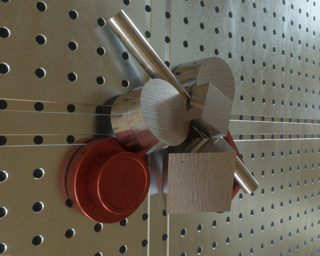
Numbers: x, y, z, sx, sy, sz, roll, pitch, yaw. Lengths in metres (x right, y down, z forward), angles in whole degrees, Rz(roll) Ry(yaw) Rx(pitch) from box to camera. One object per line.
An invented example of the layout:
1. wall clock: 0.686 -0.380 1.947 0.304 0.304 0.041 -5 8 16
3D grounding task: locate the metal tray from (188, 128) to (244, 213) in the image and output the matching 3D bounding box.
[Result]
1. metal tray: 0.080 0.052 0.468 0.090 0.030 0.130 -44 117 -31

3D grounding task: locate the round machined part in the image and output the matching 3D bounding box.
1. round machined part: -0.050 0.059 0.351 0.099 0.042 0.097 0 90 -40

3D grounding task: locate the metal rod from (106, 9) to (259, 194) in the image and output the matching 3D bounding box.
1. metal rod: 0.040 -0.022 0.406 0.300 0.025 0.025 49 60 -18

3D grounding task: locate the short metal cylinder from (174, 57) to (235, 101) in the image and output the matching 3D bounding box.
1. short metal cylinder: 0.062 -0.057 0.441 0.081 0.050 0.079 0 90 -40

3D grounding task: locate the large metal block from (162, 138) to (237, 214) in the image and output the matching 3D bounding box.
1. large metal block: 0.046 0.059 0.393 0.081 0.050 0.079 -1 107 -7

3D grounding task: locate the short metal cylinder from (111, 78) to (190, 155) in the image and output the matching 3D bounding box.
1. short metal cylinder: -0.010 -0.012 0.365 0.080 0.050 0.080 22 58 -41

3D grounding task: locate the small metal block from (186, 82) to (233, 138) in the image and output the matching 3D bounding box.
1. small metal block: 0.063 -0.021 0.389 0.050 0.025 0.050 33 62 -35
